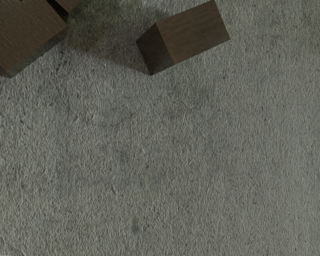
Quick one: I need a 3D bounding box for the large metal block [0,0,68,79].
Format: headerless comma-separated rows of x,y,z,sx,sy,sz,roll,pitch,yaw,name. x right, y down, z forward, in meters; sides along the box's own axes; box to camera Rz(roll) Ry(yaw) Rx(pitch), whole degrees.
-0.161,-0.113,0.336,0.080,0.050,0.080,-44,104,-15,large metal block

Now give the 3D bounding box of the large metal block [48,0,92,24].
-0.111,-0.180,0.354,0.080,0.050,0.080,42,77,-15,large metal block

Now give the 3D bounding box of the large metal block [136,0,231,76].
0.026,-0.110,0.389,0.081,0.080,0.050,-28,100,-18,large metal block
